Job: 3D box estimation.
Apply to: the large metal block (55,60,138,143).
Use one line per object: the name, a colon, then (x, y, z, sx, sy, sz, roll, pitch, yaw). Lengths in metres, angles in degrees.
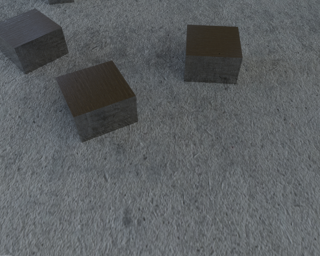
large metal block: (-0.084, -0.038, 0.418, 0.081, 0.050, 0.080, -22, 53, -17)

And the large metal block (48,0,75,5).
large metal block: (-0.208, -0.309, 0.626, 0.050, 0.080, 0.080, -8, 51, -7)

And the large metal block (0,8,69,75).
large metal block: (-0.212, -0.143, 0.506, 0.080, 0.050, 0.080, -37, 59, -27)

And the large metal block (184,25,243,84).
large metal block: (0.080, -0.116, 0.485, 0.080, 0.050, 0.080, 3, 50, 3)
